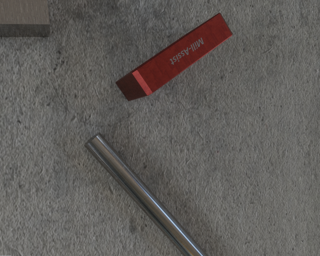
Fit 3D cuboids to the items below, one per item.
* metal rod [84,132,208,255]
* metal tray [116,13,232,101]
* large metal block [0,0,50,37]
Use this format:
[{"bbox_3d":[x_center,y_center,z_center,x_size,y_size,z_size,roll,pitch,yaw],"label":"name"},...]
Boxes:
[{"bbox_3d":[0.009,0.126,0.413,0.025,0.025,0.300,-43,104,-15],"label":"metal rod"},{"bbox_3d":[0.014,-0.084,0.380,0.131,0.090,0.030,-38,103,-16],"label":"metal tray"},{"bbox_3d":[-0.166,-0.145,0.334,0.081,0.050,0.079,-7,93,-20],"label":"large metal block"}]
